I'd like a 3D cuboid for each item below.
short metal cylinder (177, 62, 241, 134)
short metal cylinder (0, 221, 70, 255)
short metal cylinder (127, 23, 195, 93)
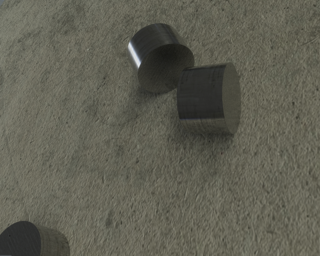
[{"bbox_3d":[0.059,-0.033,0.358,0.050,0.080,0.080,-1,61,28],"label":"short metal cylinder"},{"bbox_3d":[-0.158,0.158,0.374,0.080,0.050,0.080,-13,56,21],"label":"short metal cylinder"},{"bbox_3d":[0.001,-0.095,0.427,0.080,0.080,0.050,-31,52,8],"label":"short metal cylinder"}]
